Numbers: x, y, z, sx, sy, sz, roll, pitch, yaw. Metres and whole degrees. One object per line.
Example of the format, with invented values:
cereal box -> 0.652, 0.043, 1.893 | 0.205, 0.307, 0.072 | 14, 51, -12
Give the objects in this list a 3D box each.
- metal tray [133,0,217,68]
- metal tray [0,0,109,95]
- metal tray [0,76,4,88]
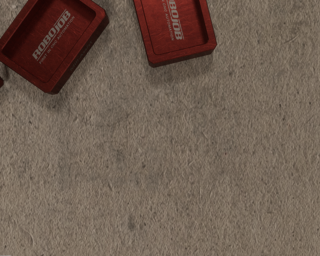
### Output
metal tray -> 0.015, -0.154, 0.407 | 0.091, 0.030, 0.129 | -14, 90, -1
metal tray -> -0.140, -0.120, 0.405 | 0.090, 0.030, 0.130 | 36, 90, -1
metal tray -> -0.260, -0.053, 0.353 | 0.090, 0.130, 0.030 | -46, 70, 0
